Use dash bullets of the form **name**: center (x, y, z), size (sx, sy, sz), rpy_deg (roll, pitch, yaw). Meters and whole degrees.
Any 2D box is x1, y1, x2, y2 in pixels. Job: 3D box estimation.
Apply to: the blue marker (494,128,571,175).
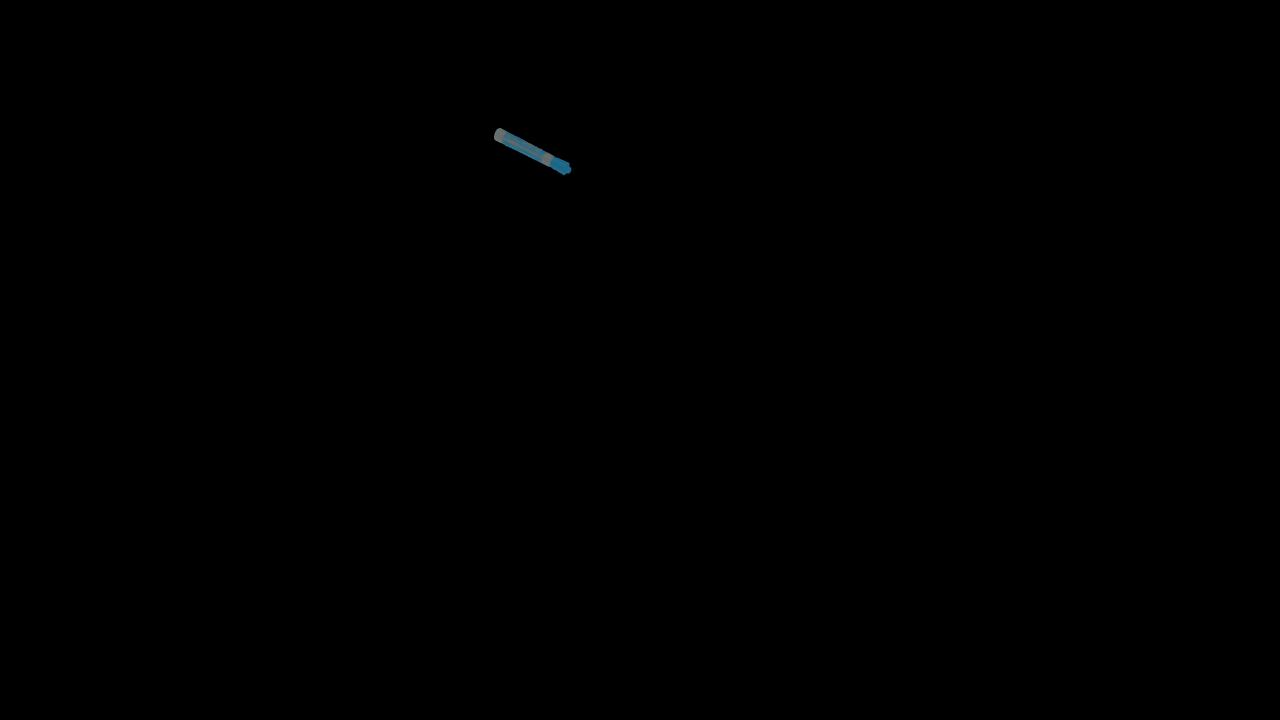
- **blue marker**: center (-0.150, -0.294, 0.869), size (0.121, 0.020, 0.020), rpy_deg (28, 4, 8)
